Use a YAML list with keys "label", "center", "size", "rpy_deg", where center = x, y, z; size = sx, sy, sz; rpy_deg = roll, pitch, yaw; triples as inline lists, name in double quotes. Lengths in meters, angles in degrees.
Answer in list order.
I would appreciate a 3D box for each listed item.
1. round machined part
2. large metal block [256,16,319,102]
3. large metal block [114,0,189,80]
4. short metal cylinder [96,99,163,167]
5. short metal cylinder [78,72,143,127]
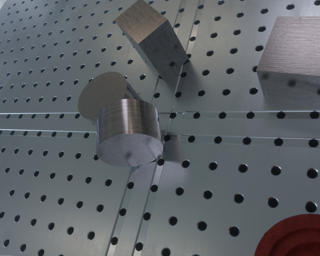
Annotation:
- label: "round machined part"
  center: [0.130, 0.124, 0.253]
  size: [0.098, 0.042, 0.098]
  rpy_deg: [-13, 56, 21]
- label: "large metal block"
  center: [0.166, -0.079, 0.353]
  size: [0.080, 0.050, 0.080]
  rpy_deg: [13, 68, 33]
- label: "large metal block"
  center: [-0.012, -0.131, 0.460]
  size: [0.050, 0.080, 0.080]
  rpy_deg: [-40, 51, 2]
- label: "short metal cylinder"
  center: [-0.039, 0.008, 0.388]
  size: [0.080, 0.080, 0.050]
  rpy_deg: [-19, 54, 17]
- label: "short metal cylinder"
  center: [-0.071, -0.035, 0.451]
  size: [0.080, 0.050, 0.080]
  rpy_deg: [-13, 56, 21]
